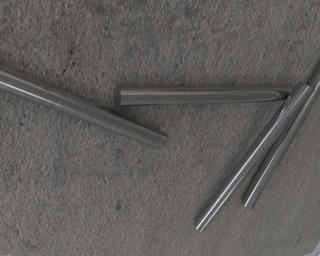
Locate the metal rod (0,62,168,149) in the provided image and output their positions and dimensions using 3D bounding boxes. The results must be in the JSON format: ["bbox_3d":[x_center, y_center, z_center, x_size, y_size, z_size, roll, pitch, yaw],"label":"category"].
[{"bbox_3d":[-0.109,-0.031,0.328,0.302,0.025,0.025,23,106,-37],"label":"metal rod"}]

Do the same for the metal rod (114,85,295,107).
[{"bbox_3d":[0.086,-0.046,0.424,0.303,0.025,0.025,-4,120,-27],"label":"metal rod"}]

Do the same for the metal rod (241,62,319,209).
[{"bbox_3d":[0.218,0.015,0.534,0.025,0.025,0.298,9,114,-32],"label":"metal rod"}]

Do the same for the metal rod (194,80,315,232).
[{"bbox_3d":[0.142,0.057,0.500,0.025,0.025,0.298,15,116,-35],"label":"metal rod"}]
